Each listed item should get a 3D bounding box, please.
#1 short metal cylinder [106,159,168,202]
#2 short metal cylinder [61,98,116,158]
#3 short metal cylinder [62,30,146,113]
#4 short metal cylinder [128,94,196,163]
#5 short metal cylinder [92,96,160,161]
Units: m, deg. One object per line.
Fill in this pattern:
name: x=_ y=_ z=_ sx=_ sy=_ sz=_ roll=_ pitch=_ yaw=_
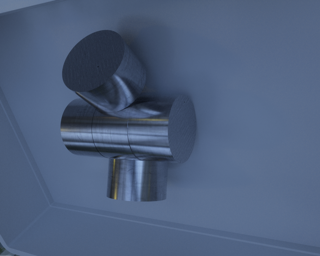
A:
short metal cylinder: x=-0.030 y=0.068 z=0.420 sx=0.080 sy=0.080 sz=0.050 roll=0 pitch=85 yaw=28
short metal cylinder: x=-0.085 y=-0.001 z=0.415 sx=0.050 sy=0.080 sz=0.080 roll=2 pitch=119 yaw=28
short metal cylinder: x=-0.063 y=-0.064 z=0.355 sx=0.080 sy=0.080 sz=0.050 roll=2 pitch=157 yaw=27
short metal cylinder: x=0.005 y=0.000 z=0.369 sx=0.050 sy=0.080 sz=0.080 roll=2 pitch=119 yaw=28
short metal cylinder: x=-0.040 y=0.000 z=0.392 sx=0.050 sy=0.080 sz=0.080 roll=2 pitch=119 yaw=28
